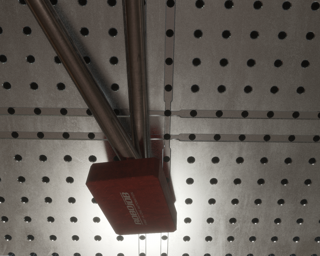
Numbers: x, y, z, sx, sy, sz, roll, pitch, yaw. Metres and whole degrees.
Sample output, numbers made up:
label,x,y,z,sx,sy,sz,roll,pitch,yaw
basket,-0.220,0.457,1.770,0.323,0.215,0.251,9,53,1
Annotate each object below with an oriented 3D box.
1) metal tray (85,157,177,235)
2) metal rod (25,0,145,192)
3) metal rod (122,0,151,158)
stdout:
label,x,y,z,sx,sy,sz,roll,pitch,yaw
metal tray,-0.032,0.096,0.416,0.090,0.030,0.129,-7,132,10
metal rod,-0.085,-0.045,0.380,0.025,0.025,0.299,-27,103,9
metal rod,-0.027,-0.019,0.406,0.025,0.025,0.298,-2,110,0
